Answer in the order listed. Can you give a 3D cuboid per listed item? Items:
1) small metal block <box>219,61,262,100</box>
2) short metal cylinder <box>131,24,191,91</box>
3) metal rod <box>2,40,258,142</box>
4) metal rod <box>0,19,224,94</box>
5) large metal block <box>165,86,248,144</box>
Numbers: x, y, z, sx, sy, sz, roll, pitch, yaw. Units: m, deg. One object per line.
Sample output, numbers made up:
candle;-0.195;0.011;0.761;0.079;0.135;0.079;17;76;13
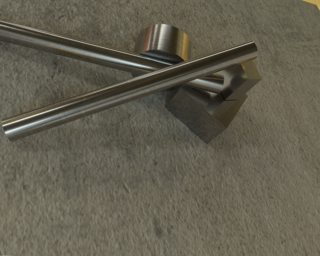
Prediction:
small metal block;0.104;-0.073;0.424;0.025;0.050;0.050;-5;64;-30
short metal cylinder;0.002;-0.096;0.433;0.081;0.080;0.050;19;54;-18
metal rod;-0.021;-0.048;0.357;0.302;0.025;0.025;-20;72;-14
metal rod;-0.066;-0.090;0.389;0.302;0.025;0.025;12;56;-8
large metal block;0.068;-0.038;0.449;0.080;0.050;0.080;41;52;0
